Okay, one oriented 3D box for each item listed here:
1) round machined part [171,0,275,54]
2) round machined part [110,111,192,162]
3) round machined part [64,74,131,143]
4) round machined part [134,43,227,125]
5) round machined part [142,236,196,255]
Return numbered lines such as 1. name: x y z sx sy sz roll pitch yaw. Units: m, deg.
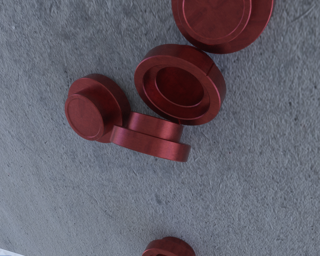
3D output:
1. round machined part: 0.056 -0.118 0.294 0.098 0.042 0.097 13 124 21
2. round machined part: -0.008 0.008 0.382 0.098 0.098 0.042 15 90 19
3. round machined part: -0.091 -0.022 0.424 0.098 0.042 0.097 17 124 26
4. round machined part: 0.025 -0.051 0.339 0.098 0.042 0.097 20 145 15
5. round machined part: 0.022 0.223 0.523 0.098 0.042 0.097 13 124 21
